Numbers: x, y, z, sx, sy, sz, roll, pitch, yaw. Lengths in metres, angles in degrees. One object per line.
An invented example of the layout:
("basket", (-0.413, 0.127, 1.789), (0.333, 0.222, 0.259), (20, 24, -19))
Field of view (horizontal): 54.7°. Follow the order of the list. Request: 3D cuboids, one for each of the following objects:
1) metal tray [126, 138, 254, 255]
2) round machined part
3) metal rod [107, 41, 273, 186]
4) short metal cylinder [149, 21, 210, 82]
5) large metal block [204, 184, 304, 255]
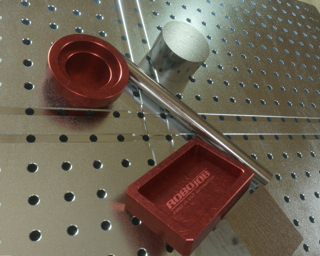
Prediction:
("metal tray", (0.037, 0.070, 0.358), (0.090, 0.030, 0.131), (32, 45, 29))
("round machined part", (-0.092, -0.067, 0.390), (0.099, 0.042, 0.098), (14, 56, -21))
("metal rod", (0.036, -0.018, 0.440), (0.300, 0.025, 0.025), (38, 51, -3))
("short metal cylinder", (0.030, -0.119, 0.482), (0.081, 0.050, 0.080), (14, 56, -21))
("large metal block", (0.112, 0.129, 0.376), (0.081, 0.050, 0.080), (-27, 77, -37))
